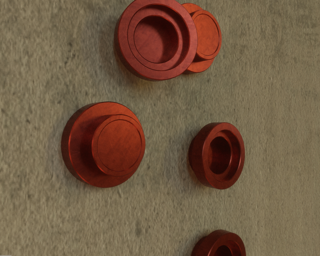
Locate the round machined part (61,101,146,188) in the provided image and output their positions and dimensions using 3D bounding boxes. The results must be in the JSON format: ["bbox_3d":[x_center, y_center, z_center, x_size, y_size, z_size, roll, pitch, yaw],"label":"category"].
[{"bbox_3d":[-0.055,0.019,0.349,0.099,0.042,0.097,0,90,-40],"label":"round machined part"}]

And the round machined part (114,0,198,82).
[{"bbox_3d":[-0.007,-0.105,0.376,0.099,0.042,0.097,-1,94,-21],"label":"round machined part"}]

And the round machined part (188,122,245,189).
[{"bbox_3d":[0.081,0.040,0.464,0.099,0.042,0.097,0,90,-40],"label":"round machined part"}]

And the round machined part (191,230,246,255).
[{"bbox_3d":[0.083,0.203,0.467,0.099,0.042,0.097,0,90,-40],"label":"round machined part"}]

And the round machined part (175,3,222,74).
[{"bbox_3d":[0.050,-0.127,0.437,0.099,0.042,0.097,0,90,-40],"label":"round machined part"}]
